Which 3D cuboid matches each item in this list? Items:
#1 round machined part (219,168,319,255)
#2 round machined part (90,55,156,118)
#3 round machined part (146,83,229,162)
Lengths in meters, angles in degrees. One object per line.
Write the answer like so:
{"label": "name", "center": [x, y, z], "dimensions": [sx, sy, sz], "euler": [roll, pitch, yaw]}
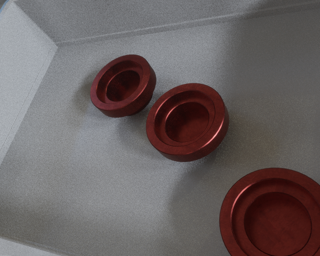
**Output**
{"label": "round machined part", "center": [0.108, 0.089, 0.283], "dimensions": [0.098, 0.042, 0.098], "euler": [-13, 56, 21]}
{"label": "round machined part", "center": [-0.049, -0.057, 0.456], "dimensions": [0.098, 0.042, 0.098], "euler": [-13, 56, 21]}
{"label": "round machined part", "center": [0.036, -0.003, 0.378], "dimensions": [0.098, 0.042, 0.098], "euler": [-13, 56, 21]}
